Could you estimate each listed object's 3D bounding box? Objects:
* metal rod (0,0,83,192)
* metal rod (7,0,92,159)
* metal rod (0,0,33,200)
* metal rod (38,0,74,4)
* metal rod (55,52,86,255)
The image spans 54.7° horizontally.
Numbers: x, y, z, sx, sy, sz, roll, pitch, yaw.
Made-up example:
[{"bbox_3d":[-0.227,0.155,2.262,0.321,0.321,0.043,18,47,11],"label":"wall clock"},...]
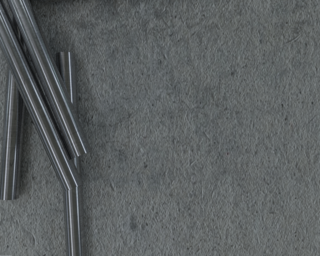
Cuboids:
[{"bbox_3d":[-0.167,-0.063,0.382,0.025,0.025,0.299,-24,90,0],"label":"metal rod"},{"bbox_3d":[-0.153,-0.105,0.382,0.025,0.025,0.299,-22,90,0],"label":"metal rod"},{"bbox_3d":[-0.189,-0.057,0.408,0.025,0.025,0.298,4,90,0],"label":"metal rod"},{"bbox_3d":[-0.010,-0.194,0.409,0.302,0.025,0.025,-6,90,0],"label":"metal rod"},{"bbox_3d":[-0.117,0.052,0.408,0.025,0.025,0.298,-3,90,0],"label":"metal rod"}]
